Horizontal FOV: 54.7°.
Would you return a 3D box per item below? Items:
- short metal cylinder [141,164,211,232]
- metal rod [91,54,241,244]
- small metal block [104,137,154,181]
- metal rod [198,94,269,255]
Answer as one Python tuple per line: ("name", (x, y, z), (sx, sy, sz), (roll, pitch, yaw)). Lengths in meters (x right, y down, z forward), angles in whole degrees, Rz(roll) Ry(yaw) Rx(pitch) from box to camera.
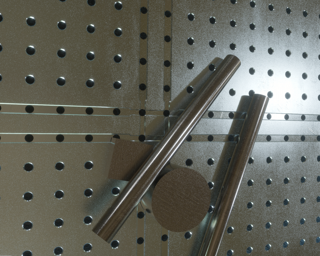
("short metal cylinder", (0.019, 0.089, 0.408), (0.081, 0.050, 0.079), (0, 90, -21))
("metal rod", (0.020, 0.012, 0.401), (0.025, 0.025, 0.301), (44, 68, -15))
("small metal block", (-0.040, 0.042, 0.399), (0.050, 0.025, 0.050), (13, 86, -20))
("metal rod", (0.101, 0.091, 0.451), (0.025, 0.025, 0.299), (23, 82, -19))
